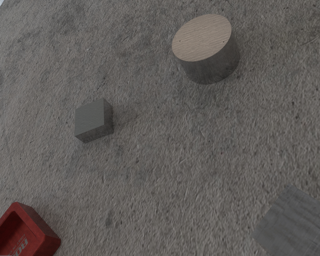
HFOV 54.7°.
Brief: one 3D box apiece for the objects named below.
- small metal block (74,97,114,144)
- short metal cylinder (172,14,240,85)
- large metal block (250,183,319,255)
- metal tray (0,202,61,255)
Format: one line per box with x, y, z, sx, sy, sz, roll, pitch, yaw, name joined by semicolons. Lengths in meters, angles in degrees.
-0.098;-0.011;0.462;0.050;0.025;0.050;-20;54;16;small metal block
0.063;-0.106;0.420;0.080;0.050;0.080;-13;56;21;short metal cylinder
0.127;0.098;0.242;0.080;0.080;0.050;33;81;38;large metal block
-0.199;0.174;0.398;0.090;0.030;0.130;27;76;37;metal tray
